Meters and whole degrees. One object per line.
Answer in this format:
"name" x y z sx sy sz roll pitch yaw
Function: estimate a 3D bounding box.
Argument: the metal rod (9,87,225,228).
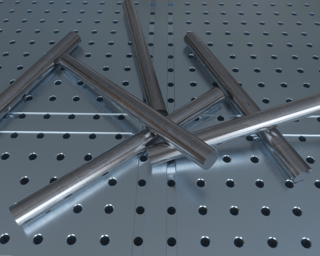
"metal rod" -0.034 0.024 0.387 0.302 0.025 0.025 -31 57 -24

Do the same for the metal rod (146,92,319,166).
"metal rod" 0.130 -0.010 0.384 0.301 0.025 0.025 -17 52 -2

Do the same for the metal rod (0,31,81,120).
"metal rod" -0.209 -0.052 0.450 0.025 0.025 0.301 19 52 15

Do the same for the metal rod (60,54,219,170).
"metal rod" -0.048 -0.036 0.413 0.025 0.025 0.300 -36 51 -26

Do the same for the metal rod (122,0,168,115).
"metal rod" -0.032 -0.129 0.515 0.025 0.025 0.300 -9 51 -8

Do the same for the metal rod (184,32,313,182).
"metal rod" 0.110 -0.050 0.450 0.025 0.025 0.300 -18 52 -14
